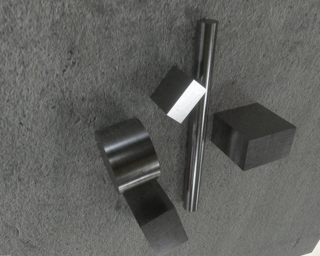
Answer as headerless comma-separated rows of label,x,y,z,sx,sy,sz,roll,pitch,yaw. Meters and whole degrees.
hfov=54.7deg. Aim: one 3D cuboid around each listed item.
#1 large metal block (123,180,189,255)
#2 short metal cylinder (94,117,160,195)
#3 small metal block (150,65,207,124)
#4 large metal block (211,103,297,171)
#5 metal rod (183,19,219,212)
large metal block,-0.009,0.122,0.442,0.050,0.080,0.080,-28,128,-11
short metal cylinder,-0.040,0.033,0.370,0.050,0.080,0.080,-21,127,-16
small metal block,0.021,-0.042,0.377,0.025,0.050,0.050,30,101,-38
large metal block,0.132,0.009,0.450,0.081,0.080,0.050,-14,124,-21
metal rod,0.053,0.003,0.437,0.025,0.025,0.298,-13,124,-22
